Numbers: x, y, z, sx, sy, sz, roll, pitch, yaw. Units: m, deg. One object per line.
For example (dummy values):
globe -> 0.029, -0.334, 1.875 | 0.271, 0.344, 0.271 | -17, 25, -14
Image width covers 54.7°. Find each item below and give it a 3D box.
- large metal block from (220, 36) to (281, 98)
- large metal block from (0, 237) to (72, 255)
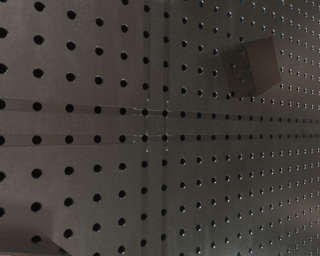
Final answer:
large metal block -> 0.156, -0.103, 0.527 | 0.081, 0.050, 0.080 | -29, 109, -36
large metal block -> -0.138, 0.146, 0.279 | 0.080, 0.050, 0.080 | 23, 75, -38
